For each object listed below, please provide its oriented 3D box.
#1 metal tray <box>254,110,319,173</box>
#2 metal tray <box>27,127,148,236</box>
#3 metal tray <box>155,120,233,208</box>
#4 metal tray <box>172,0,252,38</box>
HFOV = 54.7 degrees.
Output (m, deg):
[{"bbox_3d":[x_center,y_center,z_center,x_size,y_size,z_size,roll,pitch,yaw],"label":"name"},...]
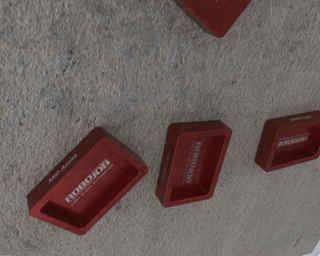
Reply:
[{"bbox_3d":[0.236,0.022,0.545,0.131,0.030,0.089,-10,123,-24],"label":"metal tray"},{"bbox_3d":[-0.090,0.071,0.398,0.130,0.030,0.090,-45,129,3],"label":"metal tray"},{"bbox_3d":[0.048,0.054,0.463,0.091,0.030,0.129,-4,120,-27],"label":"metal tray"},{"bbox_3d":[0.073,-0.177,0.334,0.090,0.030,0.130,31,101,-38],"label":"metal tray"}]
